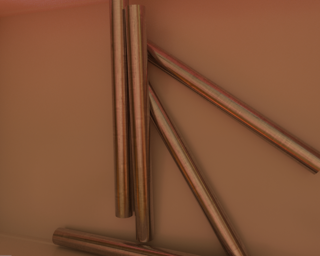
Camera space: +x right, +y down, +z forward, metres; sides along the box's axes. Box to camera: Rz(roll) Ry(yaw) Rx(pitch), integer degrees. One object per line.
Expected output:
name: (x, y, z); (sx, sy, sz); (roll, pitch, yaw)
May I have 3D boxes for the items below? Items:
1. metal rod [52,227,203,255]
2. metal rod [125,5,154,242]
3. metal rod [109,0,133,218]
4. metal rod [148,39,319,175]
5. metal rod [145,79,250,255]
metal rod: (-0.016, 0.165, 0.400); (0.301, 0.025, 0.025); (1, 91, 25)
metal rod: (-0.025, 0.001, 0.397); (0.025, 0.025, 0.298); (1, 98, 20)
metal rod: (-0.050, -0.028, 0.408); (0.025, 0.025, 0.298); (2, 98, 20)
metal rod: (0.064, -0.044, 0.387); (0.300, 0.025, 0.025); (37, 102, 16)
metal rod: (0.031, 0.040, 0.399); (0.025, 0.025, 0.299); (-32, 80, 17)
